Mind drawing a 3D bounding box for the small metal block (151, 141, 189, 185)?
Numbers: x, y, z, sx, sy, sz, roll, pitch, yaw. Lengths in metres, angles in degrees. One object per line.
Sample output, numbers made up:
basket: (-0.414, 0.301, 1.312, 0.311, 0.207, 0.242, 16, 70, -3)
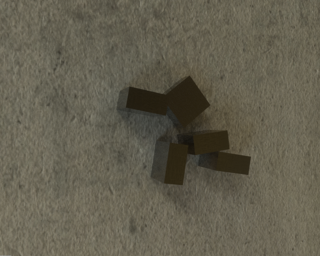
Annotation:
small metal block: (0.011, 0.044, 0.401, 0.025, 0.050, 0.050, 9, 87, -20)

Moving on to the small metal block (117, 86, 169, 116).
small metal block: (-0.023, -0.032, 0.388, 0.050, 0.050, 0.025, 11, 87, -20)

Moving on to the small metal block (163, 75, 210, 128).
small metal block: (0.031, -0.035, 0.422, 0.050, 0.025, 0.050, -40, 103, -16)

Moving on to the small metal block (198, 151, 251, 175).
small metal block: (0.088, 0.046, 0.430, 0.050, 0.050, 0.025, 10, 87, -20)

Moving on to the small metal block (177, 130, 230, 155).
small metal block: (0.057, 0.018, 0.418, 0.050, 0.050, 0.025, -8, 93, -20)
